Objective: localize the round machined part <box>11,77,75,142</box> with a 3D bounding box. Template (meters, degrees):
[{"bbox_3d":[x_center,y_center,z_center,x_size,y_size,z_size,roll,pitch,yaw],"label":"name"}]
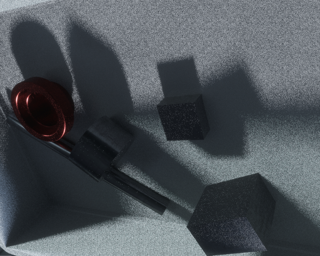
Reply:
[{"bbox_3d":[-0.169,-0.031,0.465,0.098,0.042,0.097,13,124,20],"label":"round machined part"}]

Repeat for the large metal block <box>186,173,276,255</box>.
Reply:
[{"bbox_3d":[0.092,0.109,0.391,0.080,0.080,0.050,-23,106,36],"label":"large metal block"}]

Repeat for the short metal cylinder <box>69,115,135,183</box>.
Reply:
[{"bbox_3d":[-0.080,0.029,0.431,0.050,0.080,0.080,37,129,3],"label":"short metal cylinder"}]

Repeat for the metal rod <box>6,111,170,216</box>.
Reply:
[{"bbox_3d":[-0.121,0.053,0.502,0.301,0.025,0.025,29,128,9],"label":"metal rod"}]

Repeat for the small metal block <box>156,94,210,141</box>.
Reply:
[{"bbox_3d":[0.030,-0.012,0.384,0.050,0.025,0.050,-3,117,29],"label":"small metal block"}]
